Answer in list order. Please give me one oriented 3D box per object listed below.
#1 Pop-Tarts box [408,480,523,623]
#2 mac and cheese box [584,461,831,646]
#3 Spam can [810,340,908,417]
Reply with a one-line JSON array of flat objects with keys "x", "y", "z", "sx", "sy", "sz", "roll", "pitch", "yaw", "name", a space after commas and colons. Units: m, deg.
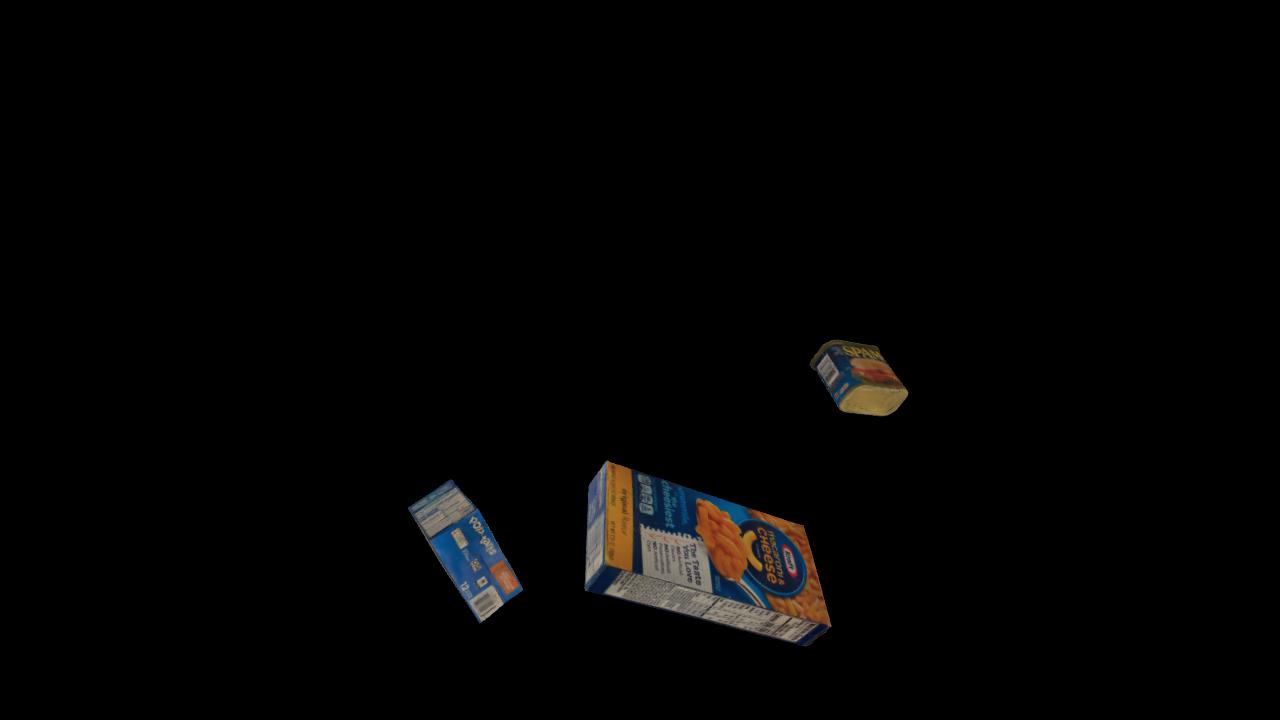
[{"x": -0.274, "y": 0.295, "z": 0.965, "sx": 0.083, "sy": 0.167, "sz": 0.141, "roll": -31, "pitch": 24, "yaw": -25, "name": "Pop-Tarts box"}, {"x": 0.050, "y": 0.146, "z": 0.463, "sx": 0.184, "sy": 0.041, "sz": 0.093, "roll": 21, "pitch": 33, "yaw": -18, "name": "mac and cheese box"}, {"x": 0.293, "y": 0.025, "z": 0.823, "sx": 0.101, "sy": 0.058, "sz": 0.085, "roll": 7, "pitch": 41, "yaw": -23, "name": "Spam can"}]
